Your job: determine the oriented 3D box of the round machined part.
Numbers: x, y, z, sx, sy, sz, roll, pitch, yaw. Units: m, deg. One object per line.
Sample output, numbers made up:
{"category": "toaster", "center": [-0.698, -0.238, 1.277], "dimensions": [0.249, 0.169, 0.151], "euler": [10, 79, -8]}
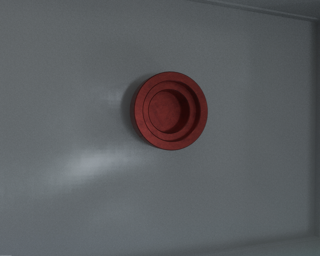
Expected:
{"category": "round machined part", "center": [0.008, -0.021, 0.401], "dimensions": [0.099, 0.042, 0.097], "euler": [0, 90, -20]}
